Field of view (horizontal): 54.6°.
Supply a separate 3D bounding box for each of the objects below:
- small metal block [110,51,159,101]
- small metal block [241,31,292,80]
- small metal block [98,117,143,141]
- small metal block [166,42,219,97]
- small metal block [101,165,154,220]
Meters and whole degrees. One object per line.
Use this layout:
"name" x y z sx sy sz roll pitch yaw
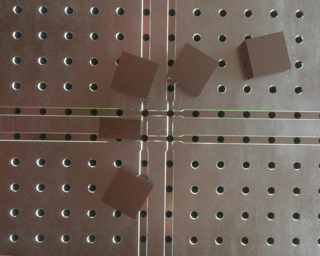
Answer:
"small metal block" -0.033 -0.068 0.413 0.050 0.025 0.050 19 90 0
"small metal block" 0.141 -0.096 0.414 0.050 0.025 0.050 -13 90 0
"small metal block" -0.049 0.001 0.401 0.050 0.050 0.025 4 90 0
"small metal block" 0.043 -0.077 0.414 0.050 0.025 0.050 31 90 0
"small metal block" -0.042 0.085 0.413 0.050 0.025 0.050 30 90 0
